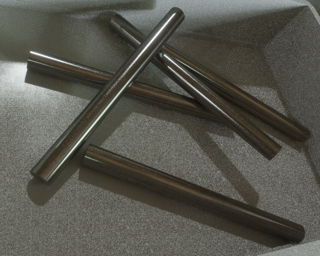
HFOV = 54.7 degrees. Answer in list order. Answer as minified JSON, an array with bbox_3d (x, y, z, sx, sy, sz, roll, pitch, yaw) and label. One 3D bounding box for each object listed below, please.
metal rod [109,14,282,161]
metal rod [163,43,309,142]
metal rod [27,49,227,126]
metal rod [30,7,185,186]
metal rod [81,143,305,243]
[{"bbox_3d":[0.043,-0.063,0.439,0.300,0.025,0.025,41,50,11],"label":"metal rod"},{"bbox_3d":[0.115,-0.058,0.502,0.301,0.025,0.025,29,52,-10],"label":"metal rod"},{"bbox_3d":[-0.019,-0.048,0.423,0.302,0.025,0.025,15,56,-20],"label":"metal rod"},{"bbox_3d":[-0.047,-0.058,0.384,0.025,0.025,0.301,36,61,-4],"label":"metal rod"},{"bbox_3d":[0.052,0.085,0.380,0.302,0.025,0.025,23,53,-14],"label":"metal rod"}]
